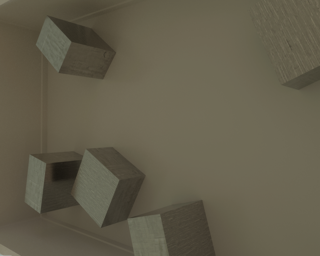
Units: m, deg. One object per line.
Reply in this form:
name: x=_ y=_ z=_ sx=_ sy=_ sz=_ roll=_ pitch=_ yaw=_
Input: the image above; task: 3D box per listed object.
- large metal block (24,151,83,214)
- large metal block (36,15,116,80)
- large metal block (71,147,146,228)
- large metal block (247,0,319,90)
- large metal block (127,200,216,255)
large metal block: x=-0.168 y=0.086 z=0.510 sx=0.050 sy=0.081 sz=0.079 roll=16 pitch=100 yaw=39
large metal block: x=-0.130 y=-0.122 z=0.478 sx=0.080 sy=0.081 sz=0.050 roll=47 pitch=118 yaw=30
large metal block: x=-0.078 y=0.084 z=0.455 sx=0.080 sy=0.050 sz=0.079 roll=35 pitch=111 yaw=34
large metal block: x=0.138 y=-0.090 z=0.276 sx=0.080 sy=0.050 sz=0.080 roll=-29 pitch=72 yaw=36
large metal block: x=0.016 y=0.134 z=0.358 sx=0.050 sy=0.081 sz=0.080 roll=-21 pitch=77 yaw=38
